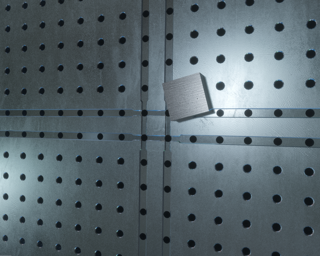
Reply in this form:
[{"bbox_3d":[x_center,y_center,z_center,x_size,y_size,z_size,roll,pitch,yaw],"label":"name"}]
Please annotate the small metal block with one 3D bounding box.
[{"bbox_3d":[0.035,-0.039,0.400,0.050,0.025,0.050,-15,85,19],"label":"small metal block"}]
